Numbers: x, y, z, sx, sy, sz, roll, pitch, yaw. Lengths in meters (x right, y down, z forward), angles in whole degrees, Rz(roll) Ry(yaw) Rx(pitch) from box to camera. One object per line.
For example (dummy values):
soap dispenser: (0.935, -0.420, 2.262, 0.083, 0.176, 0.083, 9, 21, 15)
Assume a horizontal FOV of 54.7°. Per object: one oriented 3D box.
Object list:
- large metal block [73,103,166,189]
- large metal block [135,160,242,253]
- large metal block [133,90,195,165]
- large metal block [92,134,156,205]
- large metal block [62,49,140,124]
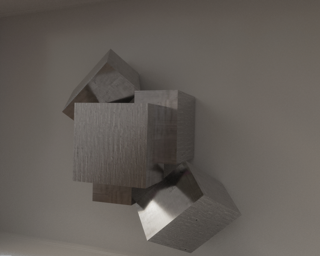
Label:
large metal block: (-0.041, 0.015, 0.325, 0.080, 0.050, 0.080, 2, 91, 20)
large metal block: (0.033, 0.094, 0.360, 0.080, 0.080, 0.050, -43, 42, 15)
large metal block: (0.008, -0.001, 0.375, 0.050, 0.080, 0.080, 1, 90, 20)
large metal block: (-0.042, 0.047, 0.395, 0.050, 0.080, 0.080, 1, 90, 20)
large metal block: (-0.072, -0.048, 0.397, 0.050, 0.080, 0.080, 40, 105, -21)
